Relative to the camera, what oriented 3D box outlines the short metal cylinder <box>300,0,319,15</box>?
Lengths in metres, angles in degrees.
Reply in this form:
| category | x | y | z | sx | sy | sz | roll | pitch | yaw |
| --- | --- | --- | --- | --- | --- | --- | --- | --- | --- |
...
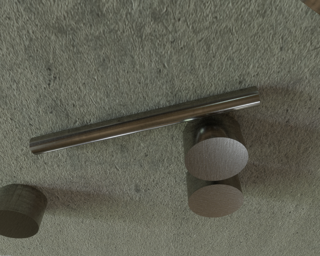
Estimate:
| category | x | y | z | sx | sy | sz | roll | pitch | yaw |
| --- | --- | --- | --- | --- | --- | --- | --- | --- | --- |
| short metal cylinder | 0.144 | -0.129 | 0.263 | 0.080 | 0.080 | 0.050 | 23 | 126 | -19 |

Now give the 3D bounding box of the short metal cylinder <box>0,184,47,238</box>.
| category | x | y | z | sx | sy | sz | roll | pitch | yaw |
| --- | --- | --- | --- | --- | --- | --- | --- | --- | --- |
| short metal cylinder | -0.232 | 0.136 | 0.504 | 0.081 | 0.050 | 0.079 | 0 | 130 | 0 |

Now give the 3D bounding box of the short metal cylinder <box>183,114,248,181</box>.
| category | x | y | z | sx | sy | sz | roll | pitch | yaw |
| --- | --- | --- | --- | --- | --- | --- | --- | --- | --- |
| short metal cylinder | 0.072 | 0.025 | 0.413 | 0.081 | 0.050 | 0.079 | 0 | 130 | 0 |

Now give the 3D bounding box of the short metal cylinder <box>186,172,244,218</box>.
| category | x | y | z | sx | sy | sz | roll | pitch | yaw |
| --- | --- | --- | --- | --- | --- | --- | --- | --- | --- |
| short metal cylinder | 0.081 | 0.091 | 0.469 | 0.081 | 0.050 | 0.079 | 0 | 130 | 0 |

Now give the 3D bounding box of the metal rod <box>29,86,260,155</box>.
| category | x | y | z | sx | sy | sz | roll | pitch | yaw |
| --- | --- | --- | --- | --- | --- | --- | --- | --- | --- |
| metal rod | -0.027 | -0.007 | 0.400 | 0.301 | 0.025 | 0.025 | -12 | 129 | 10 |
